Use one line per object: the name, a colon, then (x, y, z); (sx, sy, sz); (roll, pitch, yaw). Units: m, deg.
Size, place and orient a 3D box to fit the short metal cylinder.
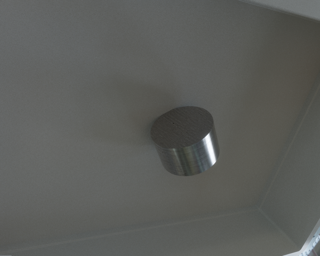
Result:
short metal cylinder: (0.034, 0.016, 0.403); (0.080, 0.080, 0.050); (-28, 128, -11)
